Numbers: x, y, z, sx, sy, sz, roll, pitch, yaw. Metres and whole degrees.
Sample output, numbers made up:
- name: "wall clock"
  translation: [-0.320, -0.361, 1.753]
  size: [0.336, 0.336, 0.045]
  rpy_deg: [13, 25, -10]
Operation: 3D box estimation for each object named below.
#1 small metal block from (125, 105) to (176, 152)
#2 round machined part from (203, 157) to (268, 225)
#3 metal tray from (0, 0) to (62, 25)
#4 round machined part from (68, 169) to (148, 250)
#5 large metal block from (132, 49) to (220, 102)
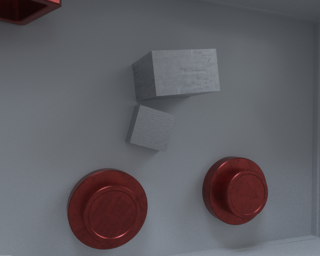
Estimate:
- name: "small metal block"
  translation: [-0.013, 0.001, 0.407]
  size: [0.050, 0.025, 0.050]
  rpy_deg: [16, 84, -20]
- name: "round machined part"
  translation: [0.115, 0.091, 0.446]
  size: [0.099, 0.042, 0.097]
  rpy_deg: [0, 90, -21]
- name: "metal tray"
  translation: [-0.172, -0.133, 0.286]
  size: [0.131, 0.090, 0.030]
  rpy_deg: [-2, 91, -47]
- name: "round machined part"
  translation: [-0.062, 0.101, 0.380]
  size: [0.099, 0.042, 0.097]
  rpy_deg: [0, 90, -21]
- name: "large metal block"
  translation: [0.017, -0.064, 0.389]
  size: [0.081, 0.080, 0.050]
  rpy_deg: [-7, 93, -20]
